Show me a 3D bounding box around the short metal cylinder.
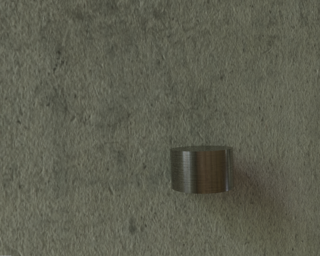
[{"bbox_3d":[0.054,0.051,0.401,0.081,0.080,0.050,-3,91,-20],"label":"short metal cylinder"}]
